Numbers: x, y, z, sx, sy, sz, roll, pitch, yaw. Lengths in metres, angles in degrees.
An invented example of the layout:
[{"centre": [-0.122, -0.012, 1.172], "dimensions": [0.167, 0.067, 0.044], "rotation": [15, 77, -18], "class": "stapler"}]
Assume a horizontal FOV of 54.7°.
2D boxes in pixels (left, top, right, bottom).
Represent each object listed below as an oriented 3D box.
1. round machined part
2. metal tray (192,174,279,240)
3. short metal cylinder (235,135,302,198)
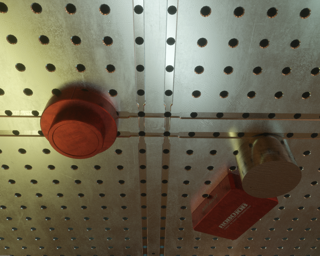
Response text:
[{"centre": [-0.105, 0.002, 0.401], "dimensions": [0.099, 0.042, 0.097], "rotation": [-1, 130, 0], "class": "round machined part"}, {"centre": [0.124, 0.139, 0.529], "dimensions": [0.091, 0.030, 0.129], "rotation": [19, 127, -16], "class": "metal tray"}, {"centre": [0.154, 0.056, 0.446], "dimensions": [0.081, 0.050, 0.079], "rotation": [0, 130, 0], "class": "short metal cylinder"}]
